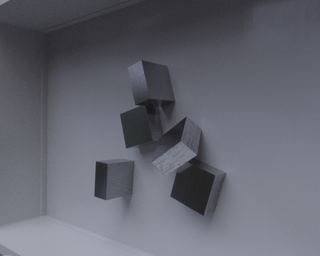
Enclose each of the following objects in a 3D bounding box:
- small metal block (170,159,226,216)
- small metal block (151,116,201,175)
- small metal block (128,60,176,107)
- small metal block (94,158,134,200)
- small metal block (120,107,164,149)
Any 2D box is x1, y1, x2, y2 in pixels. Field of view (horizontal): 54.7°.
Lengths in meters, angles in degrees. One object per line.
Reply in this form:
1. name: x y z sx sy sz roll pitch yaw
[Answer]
1. small metal block: 0.045 0.068 0.370 0.050 0.025 0.050 23 104 37
2. small metal block: 0.020 0.021 0.371 0.025 0.050 0.050 40 124 -15
3. small metal block: -0.010 -0.056 0.399 0.025 0.050 0.050 -20 77 38
4. small metal block: -0.065 0.072 0.444 0.025 0.050 0.050 5 94 40
5. small metal block: -0.025 -0.002 0.428 0.050 0.025 0.050 -18 79 38
